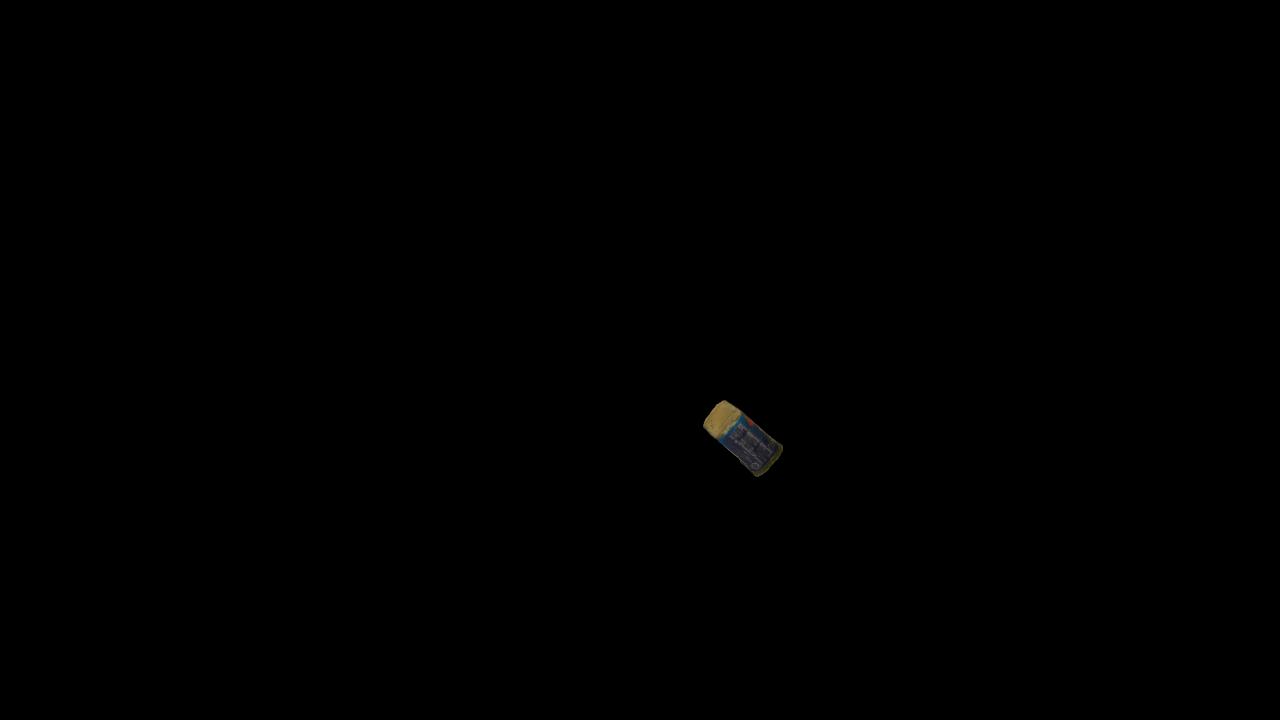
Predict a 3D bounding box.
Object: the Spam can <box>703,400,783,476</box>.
[{"bbox_3d":[0.143,0.109,0.879,0.085,0.058,0.101,41,0,-10],"label":"Spam can"}]
